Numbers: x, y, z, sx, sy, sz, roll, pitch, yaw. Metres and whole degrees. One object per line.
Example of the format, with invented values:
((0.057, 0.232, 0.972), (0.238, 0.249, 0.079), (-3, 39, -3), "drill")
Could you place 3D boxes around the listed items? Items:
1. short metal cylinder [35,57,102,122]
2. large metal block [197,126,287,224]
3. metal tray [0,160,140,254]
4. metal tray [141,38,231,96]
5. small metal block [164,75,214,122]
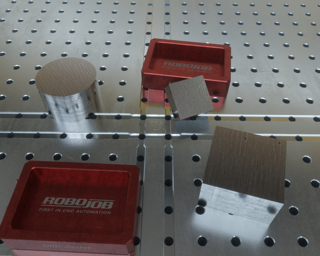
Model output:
((-0.126, -0.054, 0.435), (0.081, 0.050, 0.080), (0, 50, 0), "short metal cylinder")
((0.093, 0.051, 0.350), (0.080, 0.050, 0.080), (13, 51, 10), "large metal block")
((-0.090, 0.082, 0.333), (0.131, 0.030, 0.090), (2, 50, 1), "metal tray")
((0.043, -0.098, 0.486), (0.131, 0.030, 0.090), (7, 50, 5), "metal tray")
((0.040, -0.040, 0.426), (0.050, 0.025, 0.050), (-17, 87, -14), "small metal block")
